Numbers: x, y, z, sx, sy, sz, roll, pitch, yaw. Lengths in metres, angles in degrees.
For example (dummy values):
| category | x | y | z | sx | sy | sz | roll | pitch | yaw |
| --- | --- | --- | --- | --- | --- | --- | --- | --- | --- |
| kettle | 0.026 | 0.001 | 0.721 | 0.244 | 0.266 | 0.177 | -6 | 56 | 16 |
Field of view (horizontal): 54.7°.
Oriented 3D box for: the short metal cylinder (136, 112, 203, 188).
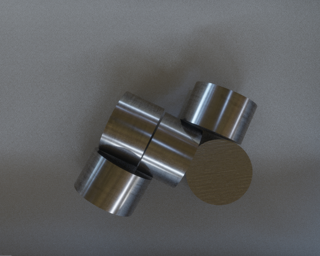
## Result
| category | x | y | z | sx | sy | sz | roll | pitch | yaw |
| --- | --- | --- | --- | --- | --- | --- | --- | --- | --- |
| short metal cylinder | 0.012 | 0.027 | 0.383 | 0.050 | 0.080 | 0.080 | 27 | 90 | -1 |

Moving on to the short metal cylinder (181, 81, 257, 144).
| category | x | y | z | sx | sy | sz | roll | pitch | yaw |
| --- | --- | --- | --- | --- | --- | --- | --- | --- | --- |
| short metal cylinder | 0.072 | -0.018 | 0.383 | 0.080 | 0.080 | 0.050 | 23 | 90 | -1 |

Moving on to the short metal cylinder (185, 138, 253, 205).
| category | x | y | z | sx | sy | sz | roll | pitch | yaw |
| --- | --- | --- | --- | --- | --- | --- | --- | --- | --- |
| short metal cylinder | 0.071 | 0.053 | 0.398 | 0.081 | 0.050 | 0.079 | 0 | 90 | -1 |

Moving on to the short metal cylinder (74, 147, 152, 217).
| category | x | y | z | sx | sy | sz | roll | pitch | yaw |
| --- | --- | --- | --- | --- | --- | --- | --- | --- | --- |
| short metal cylinder | -0.057 | 0.065 | 0.382 | 0.080 | 0.080 | 0.050 | 29 | 90 | -1 |

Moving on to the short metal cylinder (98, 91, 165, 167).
| category | x | y | z | sx | sy | sz | roll | pitch | yaw |
| --- | --- | --- | --- | --- | --- | --- | --- | --- | --- |
| short metal cylinder | -0.034 | 0.001 | 0.382 | 0.050 | 0.080 | 0.080 | 26 | 90 | -1 |
